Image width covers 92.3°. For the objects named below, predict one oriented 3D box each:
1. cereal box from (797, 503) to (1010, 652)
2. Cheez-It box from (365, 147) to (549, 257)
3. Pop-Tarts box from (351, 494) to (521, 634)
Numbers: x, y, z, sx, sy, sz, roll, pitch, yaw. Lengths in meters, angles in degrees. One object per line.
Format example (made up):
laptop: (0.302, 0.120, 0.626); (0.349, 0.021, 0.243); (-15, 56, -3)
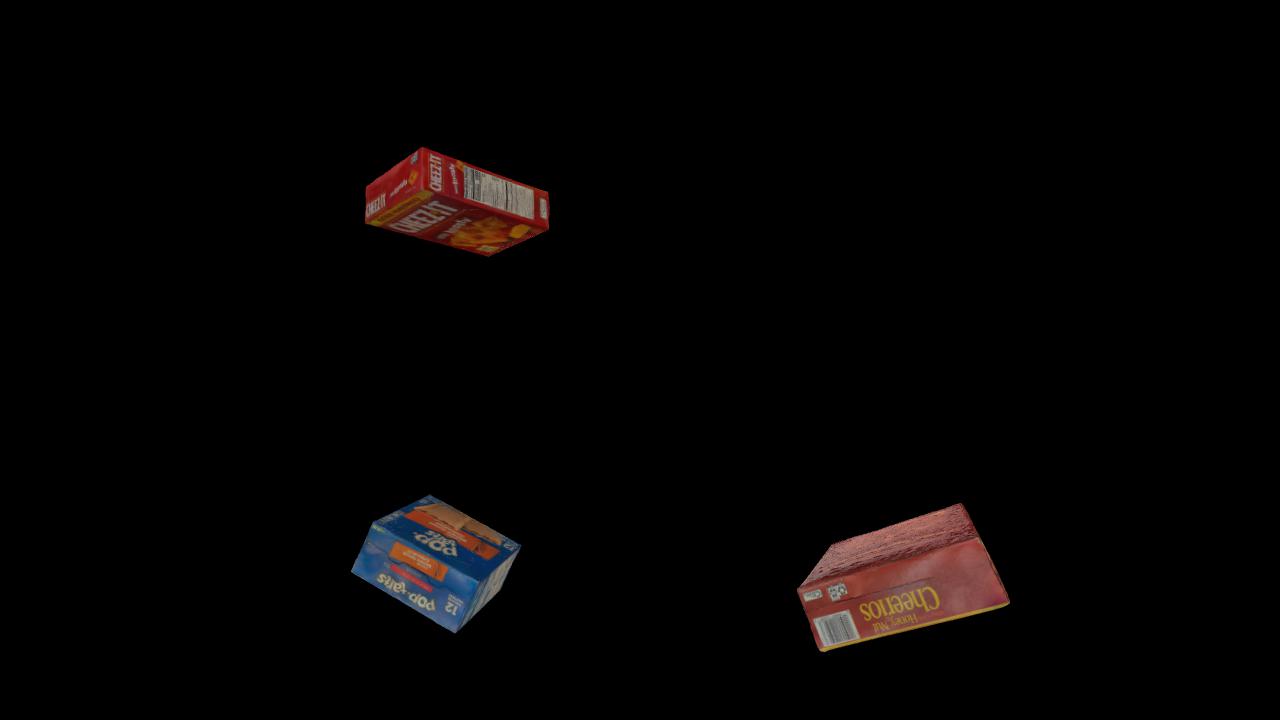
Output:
cereal box: (0.330, 0.263, 0.778); (0.203, 0.081, 0.306); (-25, -16, 20)
Cheez-It box: (-0.274, -0.231, 0.937); (0.166, 0.071, 0.223); (-12, -13, 40)
Pop-Tarts box: (-0.277, 0.276, 0.858); (0.167, 0.083, 0.141); (25, 8, 10)
